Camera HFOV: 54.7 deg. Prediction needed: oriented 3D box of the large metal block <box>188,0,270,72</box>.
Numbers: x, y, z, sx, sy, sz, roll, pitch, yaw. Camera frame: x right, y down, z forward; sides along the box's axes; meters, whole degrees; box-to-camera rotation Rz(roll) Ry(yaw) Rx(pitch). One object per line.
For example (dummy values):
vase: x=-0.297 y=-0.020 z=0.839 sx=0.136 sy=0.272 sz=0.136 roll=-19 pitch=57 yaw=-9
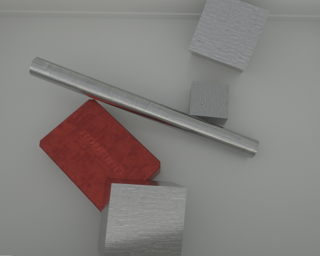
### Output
large metal block: x=0.093 y=-0.130 z=0.428 sx=0.080 sy=0.050 sz=0.080 roll=22 pitch=100 yaw=7

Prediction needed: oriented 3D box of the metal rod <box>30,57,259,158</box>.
metal rod: x=-0.019 y=-0.026 z=0.398 sx=0.301 sy=0.025 sz=0.025 roll=21 pitch=71 yaw=-1

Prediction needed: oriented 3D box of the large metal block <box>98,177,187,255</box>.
large metal block: x=-0.021 y=0.099 z=0.338 sx=0.081 sy=0.050 sz=0.080 roll=7 pitch=85 yaw=-17

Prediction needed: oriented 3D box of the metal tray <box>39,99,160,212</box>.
metal tray: x=-0.074 y=0.036 z=0.393 sx=0.130 sy=0.030 sz=0.090 roll=43 pitch=75 yaw=13

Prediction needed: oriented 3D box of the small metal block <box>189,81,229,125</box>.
small metal block: x=0.066 y=-0.034 z=0.423 sx=0.050 sy=0.025 sz=0.050 roll=6 pitch=70 yaw=1
